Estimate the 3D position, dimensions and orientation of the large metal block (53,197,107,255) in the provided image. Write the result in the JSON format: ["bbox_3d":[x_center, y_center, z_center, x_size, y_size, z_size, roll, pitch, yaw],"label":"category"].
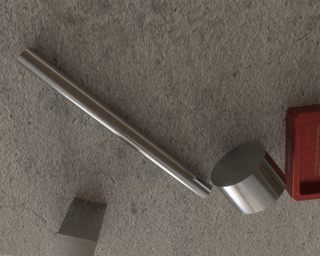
[{"bbox_3d":[-0.114,0.159,0.438,0.050,0.080,0.079,15,109,-6],"label":"large metal block"}]

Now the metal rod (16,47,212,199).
[{"bbox_3d":[-0.050,0.001,0.409,0.301,0.025,0.025,38,106,-13],"label":"metal rod"}]

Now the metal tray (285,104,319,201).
[{"bbox_3d":[0.222,0.033,0.422,0.091,0.030,0.129,-7,110,2],"label":"metal tray"}]

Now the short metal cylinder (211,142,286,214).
[{"bbox_3d":[0.115,0.064,0.406,0.080,0.080,0.050,-36,106,12],"label":"short metal cylinder"}]
